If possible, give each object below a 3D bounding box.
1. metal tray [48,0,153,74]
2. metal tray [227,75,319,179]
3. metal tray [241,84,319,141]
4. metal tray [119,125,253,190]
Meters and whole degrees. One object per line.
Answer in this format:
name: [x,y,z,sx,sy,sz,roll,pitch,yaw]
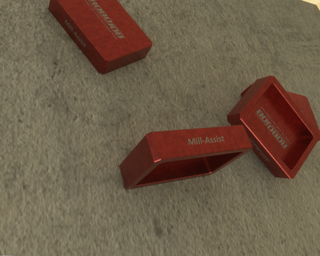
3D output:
metal tray: [-0.084,-0.147,0.446,0.091,0.030,0.130,-32,80,-38]
metal tray: [0.169,0.000,0.456,0.130,0.030,0.090,47,69,-14]
metal tray: [0.207,-0.021,0.528,0.131,0.030,0.090,9,58,-24]
metal tray: [0.030,0.034,0.359,0.131,0.090,0.030,-4,64,-30]
